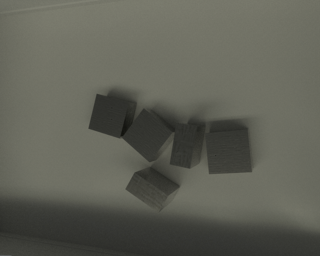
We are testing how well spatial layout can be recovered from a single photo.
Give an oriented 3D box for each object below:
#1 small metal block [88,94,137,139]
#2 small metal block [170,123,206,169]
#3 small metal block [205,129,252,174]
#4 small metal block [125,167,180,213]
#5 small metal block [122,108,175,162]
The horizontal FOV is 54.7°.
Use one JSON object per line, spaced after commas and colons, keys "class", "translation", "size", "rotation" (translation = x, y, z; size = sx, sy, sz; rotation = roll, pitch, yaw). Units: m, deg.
{"class": "small metal block", "translation": [-0.066, -0.016, 0.430], "size": [0.050, 0.025, 0.050], "rotation": [16, 95, 19]}
{"class": "small metal block", "translation": [0.035, 0.020, 0.382], "size": [0.025, 0.050, 0.050], "rotation": [10, 93, 19]}
{"class": "small metal block", "translation": [0.085, 0.029, 0.378], "size": [0.050, 0.025, 0.050], "rotation": [-6, 88, 19]}
{"class": "small metal block", "translation": [-0.008, 0.077, 0.397], "size": [0.050, 0.050, 0.025], "rotation": [32, 101, 16]}
{"class": "small metal block", "translation": [-0.013, 0.009, 0.411], "size": [0.050, 0.025, 0.050], "rotation": [40, 102, 15]}
